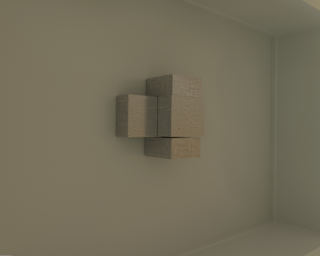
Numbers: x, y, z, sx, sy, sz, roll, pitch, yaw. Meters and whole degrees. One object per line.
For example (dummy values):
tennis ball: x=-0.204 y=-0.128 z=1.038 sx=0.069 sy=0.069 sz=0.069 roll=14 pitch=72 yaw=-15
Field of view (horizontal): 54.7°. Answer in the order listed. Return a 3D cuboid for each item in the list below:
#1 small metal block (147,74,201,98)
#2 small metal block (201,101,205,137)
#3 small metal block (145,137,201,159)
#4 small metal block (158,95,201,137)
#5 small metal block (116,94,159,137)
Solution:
small metal block: x=0.018 y=-0.052 z=0.402 sx=0.050 sy=0.050 sz=0.025 roll=1 pitch=90 yaw=-40
small metal block: x=0.036 y=-0.013 z=0.434 sx=0.050 sy=0.025 sz=0.050 roll=1 pitch=90 yaw=-40
small metal block: x=0.017 y=0.024 z=0.400 sx=0.050 sy=0.050 sz=0.025 roll=1 pitch=90 yaw=-40
small metal block: x=0.025 y=-0.014 z=0.391 sx=0.050 sy=0.025 sz=0.050 roll=1 pitch=90 yaw=-40
small metal block: x=-0.025 y=-0.014 z=0.382 sx=0.050 sy=0.025 sz=0.050 roll=1 pitch=90 yaw=-40
